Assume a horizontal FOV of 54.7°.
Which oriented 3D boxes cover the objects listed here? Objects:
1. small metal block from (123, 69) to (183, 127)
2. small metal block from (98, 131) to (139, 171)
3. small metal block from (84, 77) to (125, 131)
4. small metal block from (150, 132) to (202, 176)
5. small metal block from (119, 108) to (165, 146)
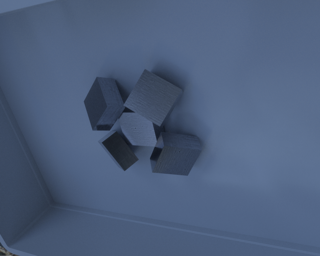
[{"bbox_3d":[-0.007,-0.035,0.373,0.050,0.025,0.050,31,91,8],"label":"small metal block"},{"bbox_3d":[-0.061,0.032,0.443,0.050,0.025,0.050,53,166,-10],"label":"small metal block"},{"bbox_3d":[-0.075,-0.031,0.410,0.050,0.025,0.050,-50,52,40],"label":"small metal block"},{"bbox_3d":[0.019,0.035,0.403,0.050,0.025,0.050,8,130,-18],"label":"small metal block"},{"bbox_3d":[-0.024,-0.004,0.416,0.050,0.025,0.050,2,119,27],"label":"small metal block"}]
